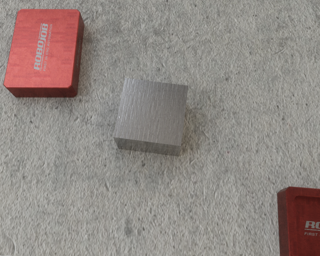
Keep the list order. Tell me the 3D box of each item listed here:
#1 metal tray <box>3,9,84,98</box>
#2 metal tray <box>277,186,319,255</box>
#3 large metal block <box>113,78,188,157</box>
[{"bbox_3d":[-0.162,-0.108,0.443,0.091,0.030,0.130,0,70,-1],"label":"metal tray"},{"bbox_3d":[0.210,0.121,0.363,0.131,0.030,0.090,5,70,1],"label":"metal tray"},{"bbox_3d":[-0.010,-0.013,0.399,0.080,0.050,0.080,7,70,2],"label":"large metal block"}]
